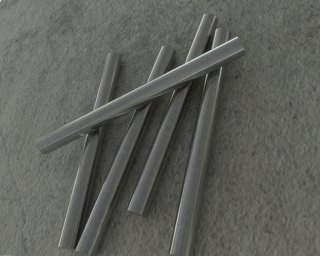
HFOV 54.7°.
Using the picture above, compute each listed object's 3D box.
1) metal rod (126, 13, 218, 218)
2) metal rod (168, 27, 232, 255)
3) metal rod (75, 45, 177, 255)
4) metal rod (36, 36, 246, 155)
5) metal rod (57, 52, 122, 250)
[{"bbox_3d":[0.024,-0.032,0.409,0.025,0.025,0.300,8,65,31],"label":"metal rod"},{"bbox_3d":[0.054,-0.002,0.375,0.025,0.025,0.300,0,62,28],"label":"metal rod"},{"bbox_3d":[-0.037,0.015,0.412,0.025,0.025,0.300,7,65,31],"label":"metal rod"},{"bbox_3d":[-0.034,-0.037,0.409,0.301,0.025,0.025,-26,53,11],"label":"metal rod"},{"bbox_3d":[-0.093,0.014,0.441,0.025,0.025,0.299,-6,59,24],"label":"metal rod"}]
